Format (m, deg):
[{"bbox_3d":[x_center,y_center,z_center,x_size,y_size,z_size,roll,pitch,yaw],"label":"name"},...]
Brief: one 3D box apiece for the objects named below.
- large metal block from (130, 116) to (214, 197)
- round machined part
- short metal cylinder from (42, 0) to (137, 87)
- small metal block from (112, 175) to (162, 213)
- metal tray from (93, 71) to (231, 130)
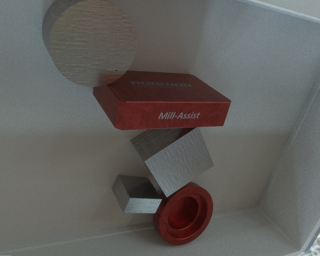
[{"bbox_3d":[0.018,0.035,0.426,0.080,0.050,0.080,-33,129,-7],"label":"large metal block"},{"bbox_3d":[0.032,0.129,0.488,0.099,0.042,0.097,-9,109,-28],"label":"round machined part"},{"bbox_3d":[-0.069,-0.087,0.302,0.081,0.050,0.079,-14,124,-21],"label":"short metal cylinder"},{"bbox_3d":[-0.033,0.092,0.433,0.050,0.050,0.025,11,113,-34],"label":"small metal block"},{"bbox_3d":[0.001,-0.034,0.347,0.131,0.090,0.030,-2,120,-28],"label":"metal tray"}]
